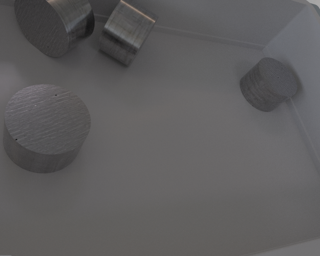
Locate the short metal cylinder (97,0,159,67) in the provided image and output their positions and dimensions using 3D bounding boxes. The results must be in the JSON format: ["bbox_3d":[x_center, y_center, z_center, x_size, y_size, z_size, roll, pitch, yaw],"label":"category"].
[{"bbox_3d":[-0.044,-0.132,0.427,0.050,0.080,0.080,31,52,-9],"label":"short metal cylinder"}]

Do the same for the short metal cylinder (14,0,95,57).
[{"bbox_3d":[-0.129,-0.136,0.384,0.080,0.080,0.050,39,51,-2],"label":"short metal cylinder"}]

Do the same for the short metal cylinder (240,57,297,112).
[{"bbox_3d":[0.187,-0.075,0.535,0.081,0.050,0.080,14,56,-21],"label":"short metal cylinder"}]

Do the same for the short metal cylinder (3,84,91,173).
[{"bbox_3d":[-0.119,0.001,0.325,0.081,0.050,0.080,14,56,-21],"label":"short metal cylinder"}]
